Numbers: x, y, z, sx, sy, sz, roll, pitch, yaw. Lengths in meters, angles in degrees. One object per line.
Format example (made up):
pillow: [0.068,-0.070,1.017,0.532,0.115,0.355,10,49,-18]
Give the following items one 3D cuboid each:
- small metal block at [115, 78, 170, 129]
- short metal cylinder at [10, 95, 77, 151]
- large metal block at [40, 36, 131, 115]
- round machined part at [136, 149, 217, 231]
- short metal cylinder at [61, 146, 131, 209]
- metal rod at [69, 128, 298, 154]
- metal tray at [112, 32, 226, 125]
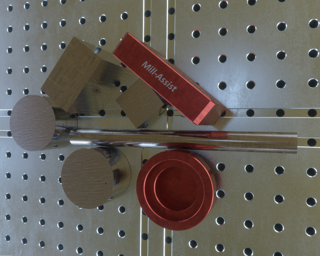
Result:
small metal block: [-0.023,-0.034,0.421,0.050,0.025,0.050,-41,77,15]
short metal cylinder: [-0.172,-0.007,0.459,0.080,0.050,0.080,0,90,20]
large metal block: [-0.097,-0.066,0.418,0.050,0.080,0.080,40,103,15]
round machined part: [0.023,0.076,0.395,0.098,0.042,0.097,0,90,20]
short metal cylinder: [-0.088,0.066,0.430,0.080,0.050,0.080,0,90,20]
metal rod: [0.016,0.015,0.407,0.301,0.025,0.025,1,90,19]
metal tray: [0.015,-0.056,0.372,0.130,0.090,0.030,42,103,15]
